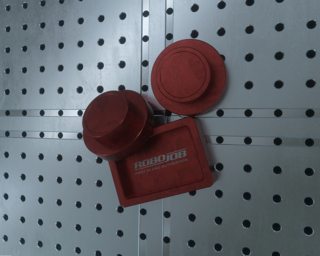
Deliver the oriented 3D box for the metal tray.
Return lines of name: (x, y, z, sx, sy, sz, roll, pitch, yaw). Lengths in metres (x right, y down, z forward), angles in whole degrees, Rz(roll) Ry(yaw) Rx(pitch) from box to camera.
metal tray: (-0.001, 0.045, 0.409, 0.130, 0.030, 0.090, -18, 84, 18)

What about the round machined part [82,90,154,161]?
round machined part: (-0.061, -0.010, 0.402, 0.098, 0.042, 0.098, -13, 57, 21)

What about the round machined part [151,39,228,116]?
round machined part: (0.034, -0.064, 0.391, 0.098, 0.042, 0.097, 0, 90, 19)
